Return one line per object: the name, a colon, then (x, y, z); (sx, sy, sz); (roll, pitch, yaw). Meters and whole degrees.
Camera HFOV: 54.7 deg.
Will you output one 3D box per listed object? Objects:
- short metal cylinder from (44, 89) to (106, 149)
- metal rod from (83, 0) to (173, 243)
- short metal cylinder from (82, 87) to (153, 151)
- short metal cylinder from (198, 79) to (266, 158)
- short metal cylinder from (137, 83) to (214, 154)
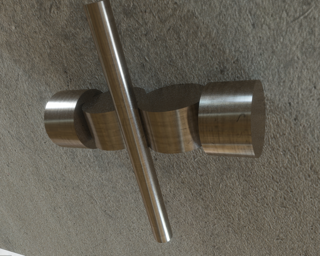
short metal cylinder: (-0.108, -0.012, 0.422); (0.050, 0.080, 0.080); (1, 119, 28)
metal rod: (-0.027, 0.014, 0.352); (0.025, 0.025, 0.298); (1, 119, 28)
short metal cylinder: (-0.051, -0.014, 0.391); (0.080, 0.080, 0.050); (1, 119, 28)
short metal cylinder: (0.078, -0.010, 0.326); (0.050, 0.080, 0.080); (1, 119, 28)
short metal cylinder: (0.019, -0.013, 0.354); (0.080, 0.080, 0.050); (1, 119, 28)
